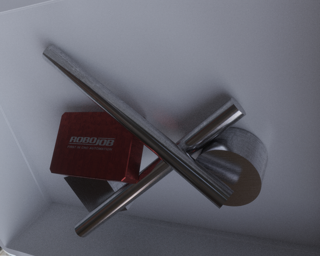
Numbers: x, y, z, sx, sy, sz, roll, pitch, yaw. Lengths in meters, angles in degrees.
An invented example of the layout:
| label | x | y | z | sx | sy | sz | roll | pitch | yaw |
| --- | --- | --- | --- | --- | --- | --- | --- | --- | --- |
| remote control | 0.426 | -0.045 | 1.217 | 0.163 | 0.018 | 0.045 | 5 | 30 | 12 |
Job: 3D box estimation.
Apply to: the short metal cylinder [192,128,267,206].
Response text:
| label | x | y | z | sx | sy | sz | roll | pitch | yaw |
| --- | --- | --- | --- | --- | --- | --- | --- | --- | --- |
| short metal cylinder | 0.085 | 0.047 | 0.373 | 0.080 | 0.050 | 0.079 | 13 | 124 | 20 |

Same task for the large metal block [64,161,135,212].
| label | x | y | z | sx | sy | sz | roll | pitch | yaw |
| --- | --- | --- | --- | --- | --- | --- | --- | --- | --- |
| large metal block | -0.088 | 0.086 | 0.484 | 0.080 | 0.050 | 0.080 | -21 | 108 | 35 |

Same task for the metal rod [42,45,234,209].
| label | x | y | z | sx | sy | sz | roll | pitch | yaw |
| --- | --- | --- | --- | --- | --- | --- | --- | --- | --- |
| metal rod | -0.039 | -0.012 | 0.380 | 0.300 | 0.025 | 0.025 | 39 | 130 | 17 |

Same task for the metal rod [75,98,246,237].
| label | x | y | z | sx | sy | sz | roll | pitch | yaw |
| --- | --- | --- | --- | --- | --- | --- | --- | --- | --- |
| metal rod | -0.015 | 0.065 | 0.406 | 0.299 | 0.025 | 0.025 | -41 | 95 | 25 |

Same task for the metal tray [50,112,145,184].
| label | x | y | z | sx | sy | sz | roll | pitch | yaw |
| --- | --- | --- | --- | --- | --- | --- | --- | --- | --- |
| metal tray | -0.086 | 0.024 | 0.426 | 0.130 | 0.030 | 0.090 | 1 | 75 | 29 |
